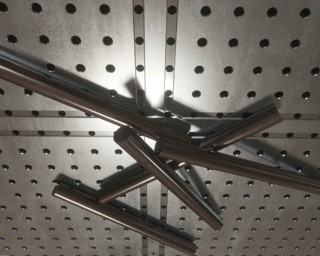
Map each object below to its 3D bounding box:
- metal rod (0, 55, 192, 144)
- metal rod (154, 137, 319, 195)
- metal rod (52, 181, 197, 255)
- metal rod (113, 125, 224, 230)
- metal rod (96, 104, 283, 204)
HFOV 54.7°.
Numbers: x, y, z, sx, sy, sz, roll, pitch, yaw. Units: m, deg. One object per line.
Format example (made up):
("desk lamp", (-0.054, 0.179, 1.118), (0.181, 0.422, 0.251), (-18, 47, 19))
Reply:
("metal rod", (-0.094, -0.033, 0.381), (0.302, 0.025, 0.025), (23, 126, -19))
("metal rod", (0.133, 0.060, 0.441), (0.302, 0.025, 0.025), (16, 129, -23))
("metal rod", (-0.050, 0.169, 0.555), (0.301, 0.025, 0.025), (33, 123, -25))
("metal rod", (0.030, 0.090, 0.460), (0.025, 0.025, 0.300), (-24, 135, 18))
("metal rod", (0.029, 0.046, 0.451), (0.300, 0.025, 0.025), (-28, 125, 21))
